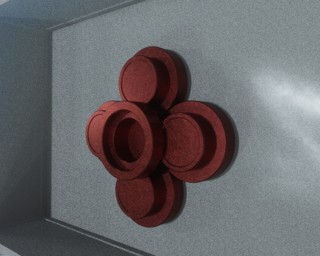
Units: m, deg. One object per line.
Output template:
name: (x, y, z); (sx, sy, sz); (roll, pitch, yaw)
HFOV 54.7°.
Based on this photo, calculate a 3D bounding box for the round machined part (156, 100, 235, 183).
round machined part: (0.034, 0.016, 0.365); (0.098, 0.042, 0.097); (0, 90, 40)

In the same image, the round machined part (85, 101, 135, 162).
round machined part: (-0.071, 0.009, 0.452); (0.098, 0.042, 0.097); (0, 90, 40)

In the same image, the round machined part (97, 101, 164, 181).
round machined part: (-0.032, 0.015, 0.392); (0.098, 0.042, 0.097); (0, 90, 40)

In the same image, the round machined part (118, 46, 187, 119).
round machined part: (-0.016, -0.058, 0.405); (0.098, 0.042, 0.097); (0, 90, 40)

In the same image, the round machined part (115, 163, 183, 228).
round machined part: (-0.021, 0.082, 0.411); (0.098, 0.042, 0.097); (-2, 87, 39)
